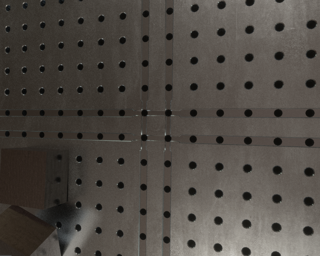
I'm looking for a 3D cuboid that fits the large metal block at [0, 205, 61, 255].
[{"bbox_3d":[-0.195,0.168,0.447,0.080,0.050,0.079,22,130,18],"label":"large metal block"}]

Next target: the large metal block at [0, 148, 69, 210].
[{"bbox_3d":[-0.187,0.072,0.463,0.080,0.050,0.079,2,89,19],"label":"large metal block"}]
